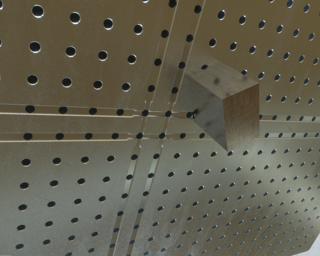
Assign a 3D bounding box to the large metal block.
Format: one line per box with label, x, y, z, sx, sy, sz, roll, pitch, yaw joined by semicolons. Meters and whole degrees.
large metal block;0.083;-0.030;0.404;0.050;0.080;0.080;-25;128;-14
